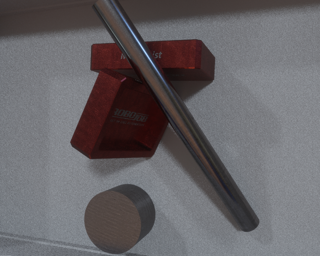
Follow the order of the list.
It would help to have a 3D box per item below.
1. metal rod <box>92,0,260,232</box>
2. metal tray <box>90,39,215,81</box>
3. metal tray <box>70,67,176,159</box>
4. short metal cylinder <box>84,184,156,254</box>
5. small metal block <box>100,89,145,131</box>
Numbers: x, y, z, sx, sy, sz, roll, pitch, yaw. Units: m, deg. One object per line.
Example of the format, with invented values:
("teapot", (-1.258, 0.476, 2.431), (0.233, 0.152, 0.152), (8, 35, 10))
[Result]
("metal rod", (0.027, -0.003, 0.335), (0.025, 0.025, 0.299), (-30, 106, 17))
("metal tray", (-0.006, -0.079, 0.377), (0.130, 0.090, 0.030), (3, 91, 19))
("metal tray", (-0.034, -0.011, 0.364), (0.030, 0.131, 0.090), (29, 100, 27))
("short metal cylinder", (-0.053, 0.119, 0.415), (0.080, 0.050, 0.079), (0, 90, 19))
("small metal block", (-0.051, -0.024, 0.428), (0.050, 0.025, 0.050), (9, 93, 19))
